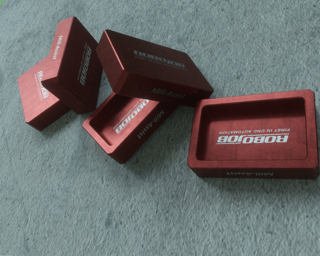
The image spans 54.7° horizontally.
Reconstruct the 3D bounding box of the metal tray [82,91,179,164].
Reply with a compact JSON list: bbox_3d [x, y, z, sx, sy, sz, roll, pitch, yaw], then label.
[{"bbox_3d":[-0.037,-0.025,0.429,0.130,0.030,0.090,-47,46,-5],"label":"metal tray"}]

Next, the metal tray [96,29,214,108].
[{"bbox_3d":[-0.005,-0.072,0.387,0.030,0.131,0.090,-57,43,33],"label":"metal tray"}]

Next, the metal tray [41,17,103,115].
[{"bbox_3d":[-0.132,-0.098,0.491,0.030,0.090,0.130,-11,57,22],"label":"metal tray"}]

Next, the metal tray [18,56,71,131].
[{"bbox_3d":[-0.199,-0.068,0.547,0.090,0.030,0.130,-35,51,5],"label":"metal tray"}]

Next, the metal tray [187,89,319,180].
[{"bbox_3d":[0.101,0.008,0.342,0.130,0.030,0.090,-3,60,26],"label":"metal tray"}]
